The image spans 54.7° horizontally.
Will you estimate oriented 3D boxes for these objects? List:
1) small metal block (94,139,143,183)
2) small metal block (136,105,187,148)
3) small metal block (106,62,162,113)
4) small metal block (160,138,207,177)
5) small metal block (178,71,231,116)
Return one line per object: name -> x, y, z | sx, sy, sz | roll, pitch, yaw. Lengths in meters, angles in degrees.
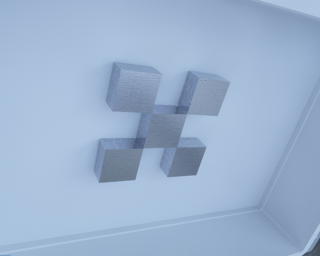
small metal block -> -0.054, 0.042, 0.402 | 0.050, 0.025, 0.050 | 1, 118, -29
small metal block -> 0.002, -0.002, 0.405 | 0.050, 0.025, 0.050 | 0, 118, -29
small metal block -> -0.031, -0.046, 0.361 | 0.050, 0.025, 0.050 | 1, 118, -29
small metal block -> 0.033, 0.042, 0.450 | 0.050, 0.025, 0.050 | 1, 118, -29
small metal block -> 0.058, -0.045, 0.409 | 0.050, 0.025, 0.050 | 2, 117, -30
